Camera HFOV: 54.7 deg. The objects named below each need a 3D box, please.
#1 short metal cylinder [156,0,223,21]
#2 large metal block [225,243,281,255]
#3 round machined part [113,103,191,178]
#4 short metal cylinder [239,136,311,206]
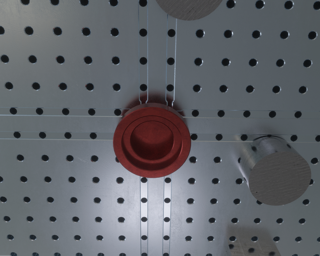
[{"bbox_3d":[0.031,-0.161,0.341,0.081,0.050,0.079,0,110,0],"label":"short metal cylinder"},{"bbox_3d":[0.144,0.234,0.488,0.081,0.050,0.079,6,110,-3],"label":"large metal block"},{"bbox_3d":[-0.010,0.013,0.409,0.099,0.042,0.097,0,110,0],"label":"round machined part"},{"bbox_3d":[0.155,0.058,0.423,0.081,0.050,0.079,0,110,0],"label":"short metal cylinder"}]
